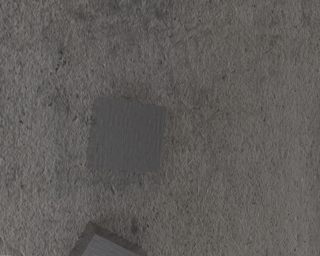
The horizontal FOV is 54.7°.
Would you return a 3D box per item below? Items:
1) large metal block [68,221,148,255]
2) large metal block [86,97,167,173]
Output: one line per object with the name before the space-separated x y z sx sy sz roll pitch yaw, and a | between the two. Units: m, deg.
large metal block | -0.069 0.172 0.371 0.080 0.050 0.080 34 79 -17
large metal block | -0.043 0.009 0.380 0.081 0.050 0.080 7 88 -20
